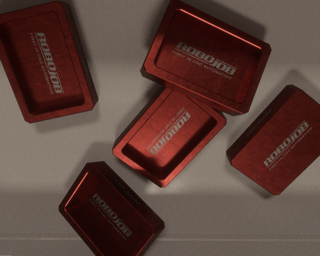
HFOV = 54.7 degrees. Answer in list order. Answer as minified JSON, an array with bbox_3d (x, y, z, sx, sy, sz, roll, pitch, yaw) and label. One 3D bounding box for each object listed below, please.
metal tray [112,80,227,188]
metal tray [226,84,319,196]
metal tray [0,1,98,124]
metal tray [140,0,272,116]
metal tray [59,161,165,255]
[{"bbox_3d":[0.011,0.007,0.411,0.090,0.030,0.130,38,105,-13],"label":"metal tray"},{"bbox_3d":[0.166,0.019,0.418,0.090,0.030,0.129,35,106,-13],"label":"metal tray"},{"bbox_3d":[-0.138,-0.078,0.377,0.090,0.030,0.129,-12,110,4],"label":"metal tray"},{"bbox_3d":[0.054,-0.079,0.361,0.131,0.030,0.090,23,84,-9],"label":"metal tray"},{"bbox_3d":[-0.068,0.118,0.413,0.130,0.030,0.090,41,106,22],"label":"metal tray"}]
